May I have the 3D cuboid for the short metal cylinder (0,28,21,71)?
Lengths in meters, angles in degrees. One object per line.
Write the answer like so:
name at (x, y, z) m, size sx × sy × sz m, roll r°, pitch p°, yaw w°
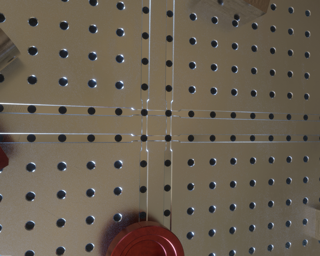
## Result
short metal cylinder at (-0.191, -0.090, 0.312) m, size 0.050 × 0.080 × 0.080 m, roll -47°, pitch 105°, yaw -14°

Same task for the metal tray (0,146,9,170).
metal tray at (-0.218, -0.001, 0.300) m, size 0.090 × 0.030 × 0.130 m, roll -23°, pitch 101°, yaw 26°

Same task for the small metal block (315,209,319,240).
small metal block at (0.291, 0.162, 0.520) m, size 0.050 × 0.025 × 0.050 m, roll 2°, pitch 90°, yaw -20°

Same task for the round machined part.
round machined part at (-0.022, 0.167, 0.396) m, size 0.099 × 0.042 × 0.097 m, roll 0°, pitch 90°, yaw -20°

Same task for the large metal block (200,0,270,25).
large metal block at (0.114, -0.208, 0.441) m, size 0.080 × 0.050 × 0.080 m, roll 19°, pitch 84°, yaw -19°
